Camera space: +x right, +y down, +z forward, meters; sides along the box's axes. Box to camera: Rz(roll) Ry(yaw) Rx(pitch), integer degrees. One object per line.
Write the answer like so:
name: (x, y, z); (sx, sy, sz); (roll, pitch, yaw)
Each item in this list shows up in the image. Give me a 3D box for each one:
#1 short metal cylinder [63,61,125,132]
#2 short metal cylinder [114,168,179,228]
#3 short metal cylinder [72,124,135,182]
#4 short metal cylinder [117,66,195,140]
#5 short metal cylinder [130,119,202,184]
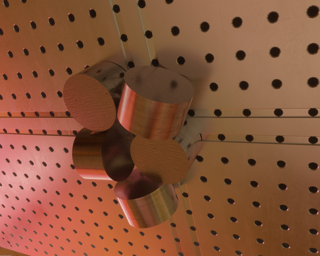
short metal cylinder: (-0.079, -0.042, 0.410); (0.080, 0.050, 0.079); (14, 125, 21)
short metal cylinder: (-0.019, 0.096, 0.444); (0.080, 0.080, 0.050); (-6, 116, 31)
short metal cylinder: (-0.076, 0.035, 0.438); (0.050, 0.080, 0.080); (-3, 117, 29)
short metal cylinder: (-0.006, -0.031, 0.360); (0.080, 0.080, 0.050); (25, 127, 12)
short metal cylinder: (0.009, 0.026, 0.407); (0.080, 0.050, 0.079); (13, 124, 20)
